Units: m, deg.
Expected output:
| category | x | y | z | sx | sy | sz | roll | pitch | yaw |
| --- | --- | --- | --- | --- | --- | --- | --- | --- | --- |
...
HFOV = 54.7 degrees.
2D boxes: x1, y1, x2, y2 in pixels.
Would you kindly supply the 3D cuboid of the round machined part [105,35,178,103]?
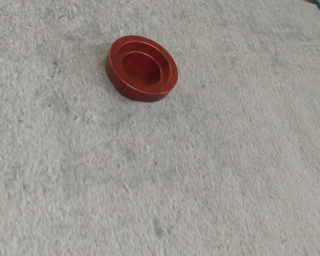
| category | x | y | z | sx | sy | sz | roll | pitch | yaw |
| --- | --- | --- | --- | --- | --- | --- | --- | --- | --- |
| round machined part | -0.028 | -0.076 | 0.425 | 0.099 | 0.042 | 0.098 | 14 | 56 | -21 |
